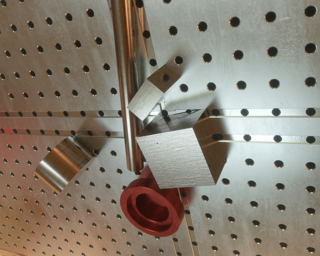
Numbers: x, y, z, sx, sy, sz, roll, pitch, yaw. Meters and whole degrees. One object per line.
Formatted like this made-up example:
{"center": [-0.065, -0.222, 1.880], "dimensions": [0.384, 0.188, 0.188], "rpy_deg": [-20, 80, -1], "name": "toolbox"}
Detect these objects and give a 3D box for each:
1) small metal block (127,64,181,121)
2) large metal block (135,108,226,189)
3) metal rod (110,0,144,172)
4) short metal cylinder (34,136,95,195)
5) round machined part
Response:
{"center": [-0.007, -0.043, 0.371], "dimensions": [0.025, 0.050, 0.050], "rpy_deg": [41, 129, 0], "name": "small metal block"}
{"center": [0.028, 0.028, 0.397], "dimensions": [0.080, 0.050, 0.080], "rpy_deg": [-11, 113, 32], "name": "large metal block"}
{"center": [-0.040, -0.070, 0.387], "dimensions": [0.025, 0.025, 0.298], "rpy_deg": [12, 124, 21], "name": "metal rod"}
{"center": [-0.148, 0.059, 0.488], "dimensions": [0.050, 0.080, 0.080], "rpy_deg": [41, 129, 0], "name": "short metal cylinder"}
{"center": [-0.008, 0.115, 0.474], "dimensions": [0.098, 0.042, 0.097], "rpy_deg": [13, 124, 20], "name": "round machined part"}
